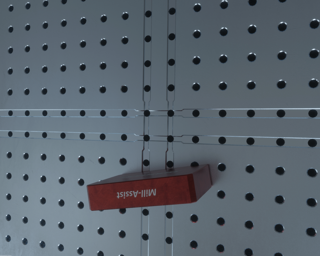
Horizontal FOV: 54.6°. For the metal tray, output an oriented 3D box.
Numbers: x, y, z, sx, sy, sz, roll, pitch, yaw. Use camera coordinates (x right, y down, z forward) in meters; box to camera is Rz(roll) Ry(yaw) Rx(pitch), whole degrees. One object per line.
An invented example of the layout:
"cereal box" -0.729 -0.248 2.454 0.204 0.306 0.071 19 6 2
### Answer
"metal tray" -0.010 0.072 0.382 0.130 0.090 0.030 -9 87 20
